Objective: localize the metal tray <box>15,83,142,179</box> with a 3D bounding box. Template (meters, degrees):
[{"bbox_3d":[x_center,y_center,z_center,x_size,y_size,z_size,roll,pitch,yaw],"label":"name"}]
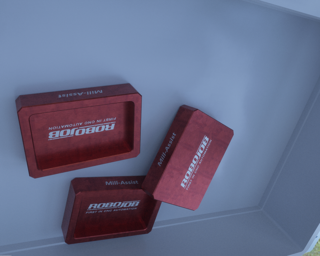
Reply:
[{"bbox_3d":[-0.088,0.002,0.357,0.131,0.030,0.089,-10,123,-23],"label":"metal tray"}]

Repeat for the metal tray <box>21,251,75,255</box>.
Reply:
[{"bbox_3d":[-0.193,0.225,0.441,0.131,0.030,0.089,7,115,-32],"label":"metal tray"}]

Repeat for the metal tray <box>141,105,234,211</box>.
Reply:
[{"bbox_3d":[0.041,0.044,0.434,0.090,0.030,0.130,27,89,-37],"label":"metal tray"}]

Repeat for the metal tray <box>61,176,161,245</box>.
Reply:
[{"bbox_3d":[-0.064,0.114,0.440,0.131,0.030,0.089,3,117,-30],"label":"metal tray"}]
